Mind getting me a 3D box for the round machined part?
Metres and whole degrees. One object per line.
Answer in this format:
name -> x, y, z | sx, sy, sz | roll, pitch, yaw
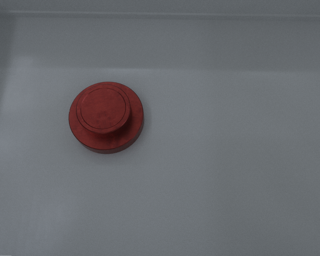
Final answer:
round machined part -> -0.071, -0.018, 0.407 | 0.099, 0.042, 0.098 | 0, 70, 0
